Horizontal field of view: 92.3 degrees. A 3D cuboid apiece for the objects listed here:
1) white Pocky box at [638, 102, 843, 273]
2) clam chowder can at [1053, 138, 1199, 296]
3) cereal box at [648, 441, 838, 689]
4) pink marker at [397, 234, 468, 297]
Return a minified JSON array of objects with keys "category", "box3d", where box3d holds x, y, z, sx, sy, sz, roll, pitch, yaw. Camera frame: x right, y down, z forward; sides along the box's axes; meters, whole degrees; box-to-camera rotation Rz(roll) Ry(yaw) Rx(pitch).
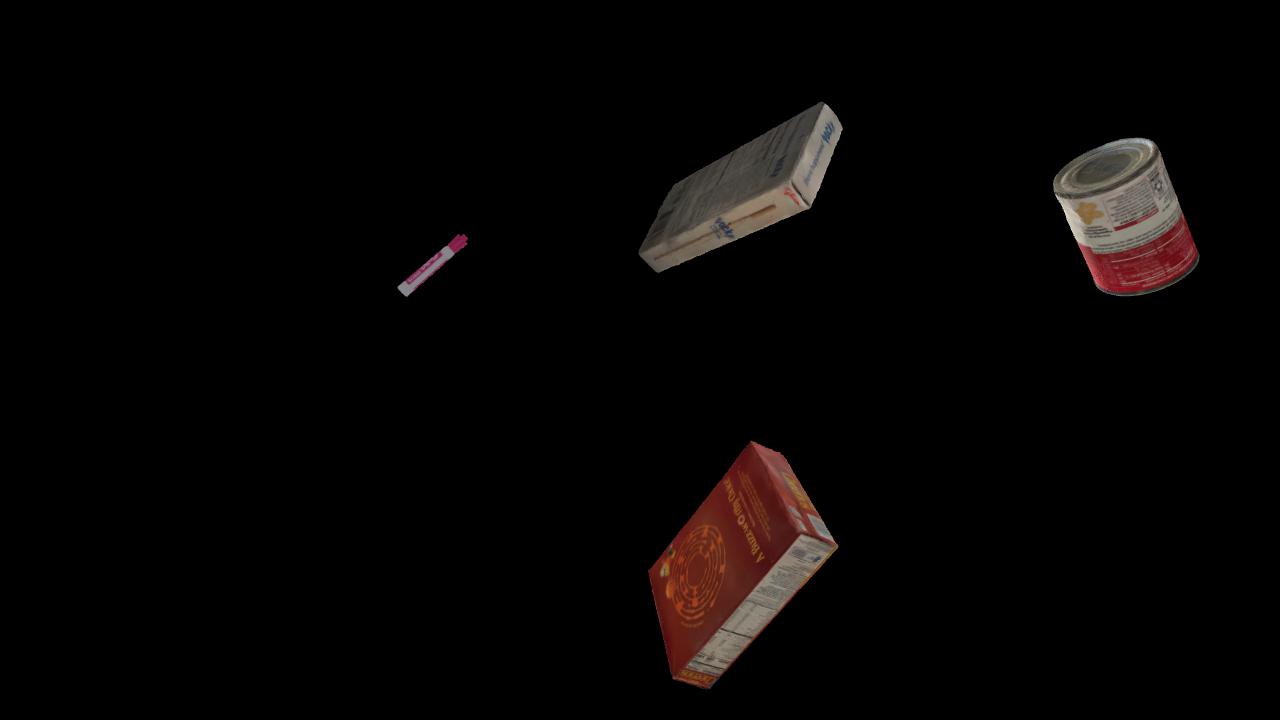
[{"category":"white Pocky box","box3d":[0.067,-0.121,0.449,0.028,0.084,0.154,41,-31,-25]},{"category":"clam chowder can","box3d":[0.374,-0.109,0.475,0.068,0.102,0.068,-34,23,17]},{"category":"cereal box","box3d":[0.135,0.300,0.913,0.081,0.306,0.203,25,20,-21]},{"category":"pink marker","box3d":[-0.294,-0.137,0.879,0.121,0.020,0.020,-42,4,-4]}]
